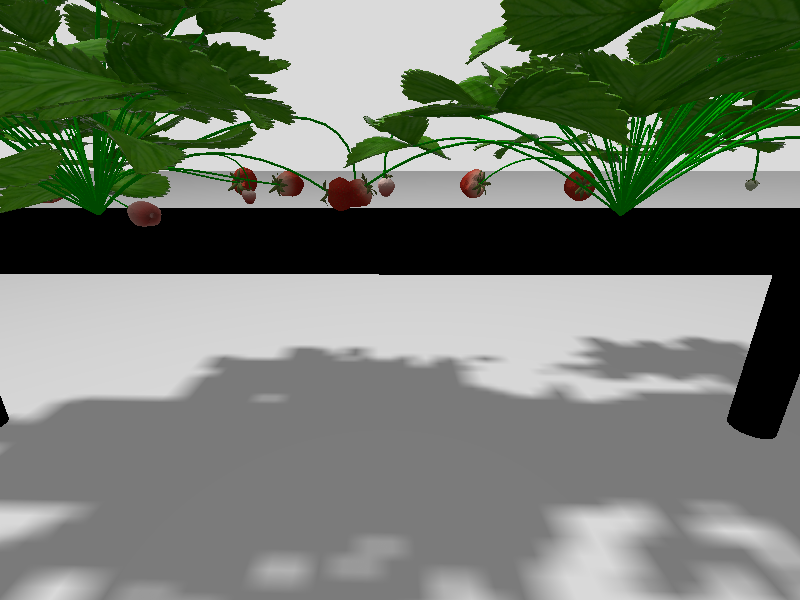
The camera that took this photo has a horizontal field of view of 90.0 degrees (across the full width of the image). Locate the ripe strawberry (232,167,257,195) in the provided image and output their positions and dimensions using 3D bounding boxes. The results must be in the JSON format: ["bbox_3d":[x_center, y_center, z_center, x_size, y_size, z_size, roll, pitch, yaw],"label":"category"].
[{"bbox_3d":[-0.203,-0.157,0.530,0.031,0.036,0.034,5,19,15],"label":"ripe strawberry"}]

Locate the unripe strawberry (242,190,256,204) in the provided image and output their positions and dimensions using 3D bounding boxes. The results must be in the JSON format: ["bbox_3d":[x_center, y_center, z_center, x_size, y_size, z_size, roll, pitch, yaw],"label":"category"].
[{"bbox_3d":[-0.161,-0.110,0.429,0.015,0.015,0.016,-17,26,-40],"label":"unripe strawberry"}]

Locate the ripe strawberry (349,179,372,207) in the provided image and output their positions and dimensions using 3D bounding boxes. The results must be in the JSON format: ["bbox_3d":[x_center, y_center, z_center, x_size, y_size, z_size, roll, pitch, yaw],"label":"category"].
[{"bbox_3d":[-0.041,-0.100,0.381,0.028,0.027,0.030,-31,11,19],"label":"ripe strawberry"}]

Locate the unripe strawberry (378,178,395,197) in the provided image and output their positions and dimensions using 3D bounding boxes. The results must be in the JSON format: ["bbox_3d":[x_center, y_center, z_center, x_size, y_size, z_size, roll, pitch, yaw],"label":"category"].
[{"bbox_3d":[-0.018,-0.144,0.511,0.020,0.024,0.024,16,25,38],"label":"unripe strawberry"}]

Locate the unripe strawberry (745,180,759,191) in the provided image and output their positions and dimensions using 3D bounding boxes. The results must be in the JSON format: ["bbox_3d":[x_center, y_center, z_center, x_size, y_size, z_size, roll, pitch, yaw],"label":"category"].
[{"bbox_3d":[0.384,-0.125,0.438,0.010,0.011,0.011,-10,22,-27],"label":"unripe strawberry"}]

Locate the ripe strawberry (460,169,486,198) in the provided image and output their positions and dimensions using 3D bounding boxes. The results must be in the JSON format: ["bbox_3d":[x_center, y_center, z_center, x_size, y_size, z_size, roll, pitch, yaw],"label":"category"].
[{"bbox_3d":[0.088,-0.142,0.489,0.030,0.034,0.032,-12,17,-31],"label":"ripe strawberry"}]

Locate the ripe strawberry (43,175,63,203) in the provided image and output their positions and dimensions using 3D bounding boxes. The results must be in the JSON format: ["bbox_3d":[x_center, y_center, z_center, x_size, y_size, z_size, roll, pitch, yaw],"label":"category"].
[{"bbox_3d":[-0.383,-0.122,0.432,0.035,0.034,0.038,14,24,36],"label":"ripe strawberry"}]

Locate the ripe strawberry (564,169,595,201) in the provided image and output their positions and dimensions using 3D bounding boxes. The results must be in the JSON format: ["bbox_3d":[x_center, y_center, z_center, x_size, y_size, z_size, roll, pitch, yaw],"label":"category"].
[{"bbox_3d":[0.213,-0.137,0.477,0.034,0.036,0.037,3,19,8],"label":"ripe strawberry"}]

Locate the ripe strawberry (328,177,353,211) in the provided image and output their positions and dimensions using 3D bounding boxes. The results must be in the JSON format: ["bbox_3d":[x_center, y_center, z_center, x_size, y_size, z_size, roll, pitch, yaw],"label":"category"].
[{"bbox_3d":[-0.052,-0.099,0.376,0.032,0.031,0.029,1,19,-11],"label":"ripe strawberry"}]

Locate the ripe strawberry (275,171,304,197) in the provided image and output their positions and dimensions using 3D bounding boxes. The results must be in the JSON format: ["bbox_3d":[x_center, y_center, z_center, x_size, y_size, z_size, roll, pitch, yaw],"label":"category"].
[{"bbox_3d":[-0.137,-0.146,0.502,0.036,0.031,0.036,13,23,33],"label":"ripe strawberry"}]

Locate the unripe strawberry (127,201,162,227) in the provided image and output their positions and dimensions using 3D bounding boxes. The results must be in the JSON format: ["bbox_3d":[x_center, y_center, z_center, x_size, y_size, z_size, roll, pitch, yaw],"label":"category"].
[{"bbox_3d":[-0.176,-0.059,0.277,0.020,0.017,0.020,16,25,37],"label":"unripe strawberry"}]
